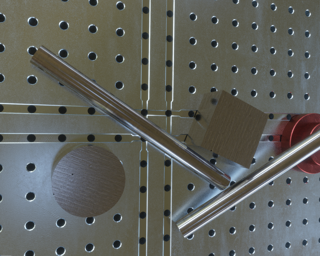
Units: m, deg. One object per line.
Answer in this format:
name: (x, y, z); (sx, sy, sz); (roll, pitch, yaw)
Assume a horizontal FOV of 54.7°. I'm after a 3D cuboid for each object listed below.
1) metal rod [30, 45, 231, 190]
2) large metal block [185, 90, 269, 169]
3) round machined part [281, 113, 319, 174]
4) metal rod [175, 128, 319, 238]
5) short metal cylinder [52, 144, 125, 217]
metal rod: (-0.025, -0.004, 0.403); (0.301, 0.025, 0.025); (35, 79, -17)
large metal block: (0.092, 0.003, 0.433); (0.080, 0.050, 0.080); (25, 82, -18)
round machined part: (0.248, 0.025, 0.495); (0.099, 0.042, 0.097); (0, 90, -20)
metal rod: (0.156, 0.063, 0.441); (0.301, 0.025, 0.025); (-31, 101, -7)
short metal cylinder: (-0.086, 0.059, 0.368); (0.081, 0.050, 0.080); (0, 90, -20)
